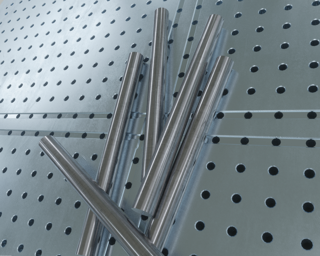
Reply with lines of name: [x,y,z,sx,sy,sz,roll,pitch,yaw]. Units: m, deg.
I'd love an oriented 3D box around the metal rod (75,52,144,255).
metal rod: [-0.062,0.018,0.428,0.025,0.025,0.299,-4,60,26]

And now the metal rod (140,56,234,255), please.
metal rod: [0.030,0.040,0.366,0.025,0.025,0.300,11,67,32]

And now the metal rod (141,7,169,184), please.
metal rod: [-0.004,-0.064,0.448,0.025,0.025,0.299,-11,57,22]

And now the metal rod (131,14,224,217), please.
metal rod: [0.032,-0.035,0.396,0.025,0.025,0.300,6,60,30]

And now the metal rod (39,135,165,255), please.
metal rod: [-0.064,0.089,0.351,0.300,0.025,0.025,35,81,38]
